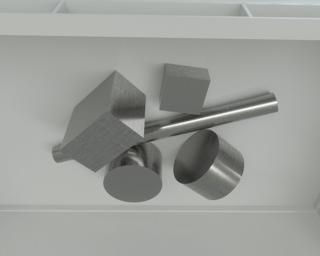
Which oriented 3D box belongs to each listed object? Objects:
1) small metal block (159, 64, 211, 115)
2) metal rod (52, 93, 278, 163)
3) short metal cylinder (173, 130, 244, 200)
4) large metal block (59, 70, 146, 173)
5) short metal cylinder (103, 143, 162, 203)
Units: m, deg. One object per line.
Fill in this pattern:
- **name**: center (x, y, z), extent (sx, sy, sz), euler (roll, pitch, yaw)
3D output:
- **small metal block**: center (0.028, -0.045, 0.369), extent (0.050, 0.025, 0.050), euler (7, 130, -6)
- **metal rod**: center (-0.001, 0.003, 0.410), extent (0.301, 0.025, 0.025), euler (-13, 129, 10)
- **short metal cylinder**: center (0.064, 0.049, 0.414), extent (0.050, 0.080, 0.080), euler (35, 122, -26)
- **large metal block**: center (-0.064, -0.008, 0.364), extent (0.080, 0.080, 0.050), euler (-36, 122, 26)
- **short metal cylinder**: center (-0.037, 0.062, 0.442), extent (0.081, 0.050, 0.079), euler (0, 130, 0)
